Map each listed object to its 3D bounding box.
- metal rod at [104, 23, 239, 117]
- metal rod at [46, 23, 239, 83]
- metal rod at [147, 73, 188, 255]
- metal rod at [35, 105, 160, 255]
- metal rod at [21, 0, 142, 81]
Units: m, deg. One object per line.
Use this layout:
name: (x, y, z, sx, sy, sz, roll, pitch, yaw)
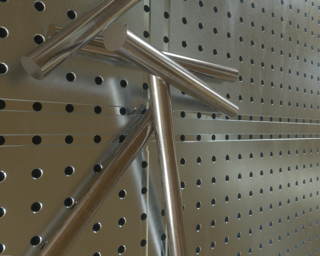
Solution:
metal rod: (0.040, -0.053, 0.386, 0.301, 0.025, 0.025, 17, 79, -57)
metal rod: (0.004, -0.091, 0.414, 0.302, 0.025, 0.025, 2, 89, -40)
metal rod: (0.014, 0.075, 0.402, 0.025, 0.025, 0.298, -19, 109, -39)
metal rod: (-0.080, 0.086, 0.343, 0.025, 0.025, 0.301, 51, 60, -28)
metal rod: (-0.038, -0.151, 0.357, 0.025, 0.025, 0.301, 56, 51, -26)
